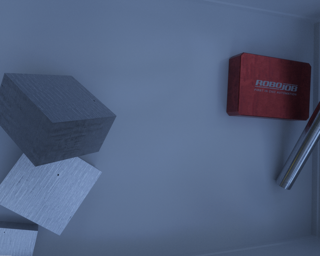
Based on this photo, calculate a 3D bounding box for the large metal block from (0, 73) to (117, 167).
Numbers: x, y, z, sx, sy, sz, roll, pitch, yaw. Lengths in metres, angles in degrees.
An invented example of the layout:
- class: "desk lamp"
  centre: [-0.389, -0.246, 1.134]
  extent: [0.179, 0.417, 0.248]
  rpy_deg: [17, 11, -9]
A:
- class: "large metal block"
  centre: [-0.108, -0.013, 0.319]
  extent: [0.081, 0.080, 0.050]
  rpy_deg: [-11, 136, -56]

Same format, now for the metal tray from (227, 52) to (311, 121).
- class: "metal tray"
  centre: [0.168, -0.059, 0.472]
  extent: [0.131, 0.030, 0.089]
  rpy_deg: [3, 89, -21]

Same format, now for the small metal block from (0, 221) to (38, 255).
- class: "small metal block"
  centre: [-0.169, 0.135, 0.348]
  extent: [0.050, 0.025, 0.050]
  rpy_deg: [13, 86, -20]

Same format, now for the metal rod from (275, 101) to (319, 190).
- class: "metal rod"
  centre: [0.246, -0.043, 0.442]
  extent: [0.025, 0.025, 0.298]
  rpy_deg: [15, 108, -20]

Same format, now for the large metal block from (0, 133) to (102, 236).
- class: "large metal block"
  centre: [-0.126, 0.060, 0.351]
  extent: [0.080, 0.050, 0.080]
  rpy_deg: [36, 78, -17]
